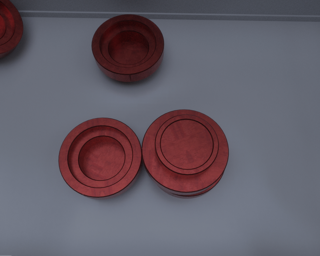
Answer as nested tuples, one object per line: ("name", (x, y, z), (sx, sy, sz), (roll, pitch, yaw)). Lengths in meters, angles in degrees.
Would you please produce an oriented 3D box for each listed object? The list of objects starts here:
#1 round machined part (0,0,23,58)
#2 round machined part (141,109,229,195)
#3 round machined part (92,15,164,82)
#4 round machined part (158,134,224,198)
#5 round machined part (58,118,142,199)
("round machined part", (-0.249, -0.142, 0.433), (0.099, 0.042, 0.098), (8, 75, -35))
("round machined part", (0.028, 0.023, 0.348), (0.099, 0.042, 0.098), (0, 70, 0))
("round machined part", (-0.044, -0.108, 0.440), (0.099, 0.042, 0.098), (0, 70, -1))
("round machined part", (0.034, 0.036, 0.388), (0.099, 0.042, 0.098), (0, 70, -1))
("round machined part", (-0.071, 0.040, 0.385), (0.099, 0.042, 0.098), (0, 70, -1))
